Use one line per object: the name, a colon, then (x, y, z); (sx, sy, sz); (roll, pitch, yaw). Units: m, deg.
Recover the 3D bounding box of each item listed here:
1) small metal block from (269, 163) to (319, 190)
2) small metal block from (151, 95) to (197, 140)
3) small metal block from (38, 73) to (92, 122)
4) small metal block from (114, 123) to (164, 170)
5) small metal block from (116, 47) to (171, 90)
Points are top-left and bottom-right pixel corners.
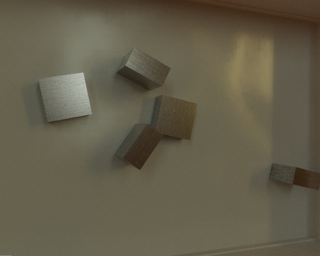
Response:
small metal block: (0.206, 0.074, 0.473); (0.050, 0.050, 0.025); (15, 85, -20)
small metal block: (0.018, -0.013, 0.417); (0.050, 0.025, 0.050); (13, 86, -20)
small metal block: (-0.113, -0.036, 0.369); (0.050, 0.025, 0.050); (-12, 94, -20)
small metal block: (-0.028, 0.022, 0.387); (0.025, 0.050, 0.050); (38, 78, -16)
small metal block: (-0.022, -0.072, 0.389); (0.050, 0.050, 0.025); (27, 81, -18)
